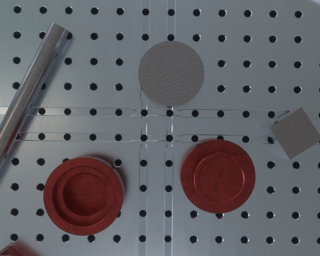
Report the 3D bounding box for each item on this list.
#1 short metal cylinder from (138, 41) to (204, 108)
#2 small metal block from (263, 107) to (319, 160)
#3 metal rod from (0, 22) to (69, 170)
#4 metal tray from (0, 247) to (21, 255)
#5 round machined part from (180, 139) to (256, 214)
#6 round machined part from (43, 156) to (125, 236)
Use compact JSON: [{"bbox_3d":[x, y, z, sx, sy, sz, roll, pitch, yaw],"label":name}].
[{"bbox_3d":[0.014,-0.066,0.401,0.081,0.050,0.080,0,90,0],"label":"short metal cylinder"},{"bbox_3d":[0.177,0.007,0.415,0.050,0.025,0.050,-32,90,0],"label":"small metal block"},{"bbox_3d":[-0.199,0.000,0.411,0.025,0.025,0.299,27,90,0],"label":"metal rod"},{"bbox_3d":[-0.214,0.238,0.409,0.090,0.030,0.130,39,90,0],"label":"metal tray"},{"bbox_3d":[0.076,0.064,0.405,0.099,0.042,0.097,0,90,0],"label":"round machined part"},{"bbox_3d":[-0.095,0.085,0.404,0.099,0.042,0.097,0,90,0],"label":"round machined part"}]
